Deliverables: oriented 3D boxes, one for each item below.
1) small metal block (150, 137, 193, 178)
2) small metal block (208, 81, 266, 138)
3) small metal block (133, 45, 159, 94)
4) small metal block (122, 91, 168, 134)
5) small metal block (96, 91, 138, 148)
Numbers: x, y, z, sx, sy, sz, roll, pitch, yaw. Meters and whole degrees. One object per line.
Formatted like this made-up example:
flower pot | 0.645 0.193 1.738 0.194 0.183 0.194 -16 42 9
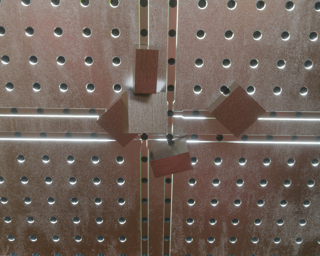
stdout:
small metal block | 0.015 0.038 0.414 0.050 0.050 0.025 -14 110 5
small metal block | 0.100 -0.024 0.405 0.050 0.025 0.050 41 105 -14
small metal block | -0.019 -0.072 0.372 0.025 0.050 0.050 1 110 -8
small metal block | -0.019 -0.018 0.382 0.050 0.025 0.050 -1 87 -24
small metal block | -0.047 -0.011 0.409 0.050 0.025 0.050 -41 105 13
